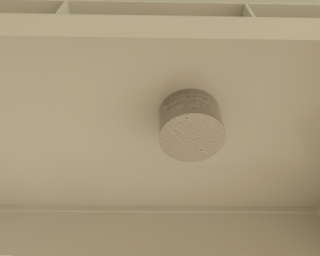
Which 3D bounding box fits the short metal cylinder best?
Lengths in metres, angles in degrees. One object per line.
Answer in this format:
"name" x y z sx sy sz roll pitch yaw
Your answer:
"short metal cylinder" 0.039 -0.002 0.391 0.080 0.050 0.080 0 130 0
